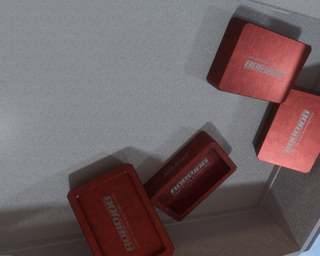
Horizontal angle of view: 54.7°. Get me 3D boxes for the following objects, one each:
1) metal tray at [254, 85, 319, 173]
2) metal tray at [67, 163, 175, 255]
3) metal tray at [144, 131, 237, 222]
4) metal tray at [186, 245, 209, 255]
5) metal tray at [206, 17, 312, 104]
[{"bbox_3d":[0.220,0.002,0.500,0.090,0.030,0.129,16,114,2],"label":"metal tray"},{"bbox_3d":[-0.050,0.122,0.399,0.091,0.130,0.030,-26,171,-13],"label":"metal tray"},{"bbox_3d":[0.048,0.078,0.481,0.130,0.030,0.090,-43,130,1],"label":"metal tray"},{"bbox_3d":[0.053,0.305,0.629,0.130,0.030,0.090,-35,129,-6],"label":"metal tray"},{"bbox_3d":[0.137,-0.088,0.426,0.131,0.030,0.089,7,115,-30],"label":"metal tray"}]
